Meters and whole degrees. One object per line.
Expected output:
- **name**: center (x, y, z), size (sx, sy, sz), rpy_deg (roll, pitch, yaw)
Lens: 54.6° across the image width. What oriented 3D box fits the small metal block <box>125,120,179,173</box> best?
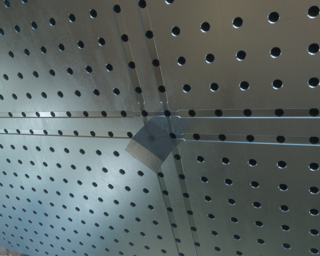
- **small metal block**: center (-0.010, 0.024, 0.416), size (0.050, 0.050, 0.025), rpy_deg (36, 129, 4)
